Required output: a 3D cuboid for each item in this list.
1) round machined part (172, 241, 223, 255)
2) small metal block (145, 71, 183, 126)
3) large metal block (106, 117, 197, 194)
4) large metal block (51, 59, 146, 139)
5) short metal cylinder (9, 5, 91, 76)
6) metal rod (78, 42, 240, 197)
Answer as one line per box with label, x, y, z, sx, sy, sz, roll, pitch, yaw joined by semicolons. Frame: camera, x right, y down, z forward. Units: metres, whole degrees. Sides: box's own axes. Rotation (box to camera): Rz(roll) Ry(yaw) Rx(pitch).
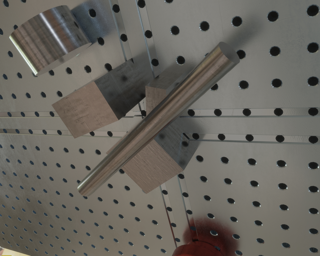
round machined part;0.067;0.224;0.504;0.098;0.042;0.097;13;124;21
small metal block;0.006;-0.035;0.371;0.025;0.050;0.050;13;124;21
large metal block;-0.012;0.031;0.421;0.080;0.050;0.080;46;129;-5
large metal block;-0.072;-0.037;0.391;0.080;0.080;0.050;-20;108;35
short metal cylinder;-0.132;-0.106;0.380;0.080;0.080;0.050;-21;107;36
metal rod;-0.025;0.012;0.366;0.025;0.025;0.299;45;129;-3
